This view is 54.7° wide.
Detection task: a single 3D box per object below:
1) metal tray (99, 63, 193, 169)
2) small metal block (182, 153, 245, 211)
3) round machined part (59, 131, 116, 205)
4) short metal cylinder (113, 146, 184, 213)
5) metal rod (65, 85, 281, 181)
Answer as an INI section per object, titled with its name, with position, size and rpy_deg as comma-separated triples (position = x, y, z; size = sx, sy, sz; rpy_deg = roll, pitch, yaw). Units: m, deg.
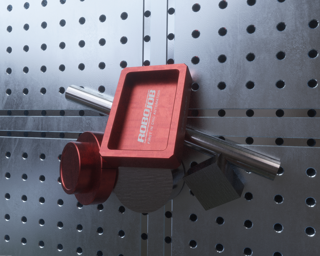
[metal tray]
position = -0.014, -0.017, 0.379
size = 0.090, 0.030, 0.130
rpy_deg = 0, 61, 19
[small metal block]
position = 0.064, 0.065, 0.374
size = 0.050, 0.025, 0.050
rpy_deg = -33, 95, 33
[round machined part]
position = -0.100, 0.052, 0.410
size = 0.098, 0.042, 0.097
rpy_deg = -9, 78, 52
[short metal cylinder]
position = -0.014, 0.064, 0.400
size = 0.080, 0.050, 0.079
rpy_deg = 0, 90, 20
[metal rod]
position = 0.003, -0.001, 0.407
size = 0.301, 0.025, 0.025
rpy_deg = 21, 97, 18
